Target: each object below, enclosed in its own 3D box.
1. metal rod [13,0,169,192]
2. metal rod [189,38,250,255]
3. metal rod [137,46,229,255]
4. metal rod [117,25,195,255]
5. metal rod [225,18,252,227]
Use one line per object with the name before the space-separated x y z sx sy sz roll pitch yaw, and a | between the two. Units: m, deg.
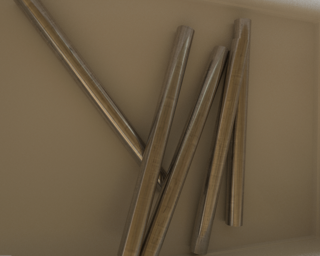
metal rod | -0.072 -0.034 0.384 0.025 0.025 0.299 -39 103 -16
metal rod | 0.083 0.025 0.431 0.025 0.025 0.298 12 90 -20
metal rod | 0.036 0.023 0.405 0.025 0.025 0.299 27 74 -18
metal rod | -0.001 0.007 0.388 0.025 0.025 0.299 20 75 -19
metal rod | 0.115 -0.009 0.454 0.025 0.025 0.298 3 89 -20
